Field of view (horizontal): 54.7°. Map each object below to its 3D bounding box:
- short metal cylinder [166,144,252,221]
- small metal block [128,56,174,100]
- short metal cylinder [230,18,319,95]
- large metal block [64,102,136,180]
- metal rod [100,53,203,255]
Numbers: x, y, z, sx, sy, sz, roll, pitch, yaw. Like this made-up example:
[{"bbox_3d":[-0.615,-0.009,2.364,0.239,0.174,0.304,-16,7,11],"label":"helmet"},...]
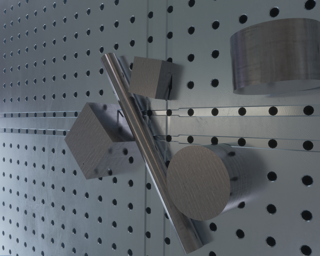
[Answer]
[{"bbox_3d":[0.054,0.058,0.348,0.080,0.050,0.079,0,90,40],"label":"short metal cylinder"},{"bbox_3d":[-0.013,-0.068,0.420,0.050,0.025,0.050,18,101,38],"label":"small metal block"},{"bbox_3d":[0.107,-0.061,0.285,0.080,0.081,0.050,-5,87,40],"label":"short metal cylinder"},{"bbox_3d":[-0.090,0.019,0.467,0.080,0.050,0.080,-52,60,27],"label":"large metal block"},{"bbox_3d":[-0.019,0.021,0.424,0.025,0.025,0.299,-39,67,33],"label":"metal rod"}]
